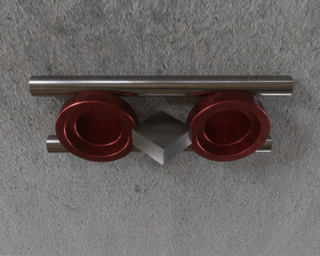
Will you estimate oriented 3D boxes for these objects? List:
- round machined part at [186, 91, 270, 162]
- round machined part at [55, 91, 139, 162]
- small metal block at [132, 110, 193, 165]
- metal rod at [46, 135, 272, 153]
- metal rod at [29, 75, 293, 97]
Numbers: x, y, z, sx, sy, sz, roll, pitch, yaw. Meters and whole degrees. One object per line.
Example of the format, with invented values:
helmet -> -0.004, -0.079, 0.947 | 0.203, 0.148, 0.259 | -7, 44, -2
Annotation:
round machined part -> 0.082, -0.006, 0.386 | 0.099, 0.042, 0.097 | 0, 130, 0
round machined part -> -0.075, -0.006, 0.386 | 0.099, 0.042, 0.097 | 0, 130, 0
small metal block -> 0.003, 0.010, 0.366 | 0.050, 0.050, 0.025 | 31, 138, 32
metal rod -> 0.000, 0.022, 0.427 | 0.302, 0.025, 0.025 | 0, 130, -1
metal rod -> 0.002, -0.050, 0.366 | 0.302, 0.025, 0.025 | 0, 130, -1
